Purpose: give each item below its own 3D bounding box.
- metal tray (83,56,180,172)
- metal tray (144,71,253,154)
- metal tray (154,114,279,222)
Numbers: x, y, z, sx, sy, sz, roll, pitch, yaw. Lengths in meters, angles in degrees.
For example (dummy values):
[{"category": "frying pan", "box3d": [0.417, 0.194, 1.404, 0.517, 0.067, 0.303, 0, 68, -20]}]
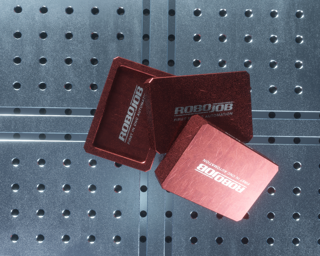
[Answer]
[{"category": "metal tray", "box3d": [-0.036, -0.018, 0.410, 0.090, 0.030, 0.129, 19, 90, 0]}, {"category": "metal tray", "box3d": [0.050, -0.022, 0.390, 0.131, 0.030, 0.089, -7, 97, -15]}, {"category": "metal tray", "box3d": [0.071, 0.052, 0.379, 0.131, 0.030, 0.090, 29, 100, -25]}]
